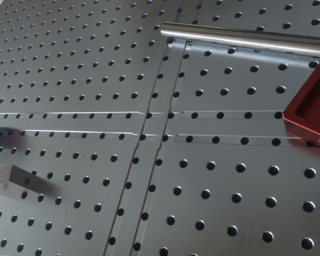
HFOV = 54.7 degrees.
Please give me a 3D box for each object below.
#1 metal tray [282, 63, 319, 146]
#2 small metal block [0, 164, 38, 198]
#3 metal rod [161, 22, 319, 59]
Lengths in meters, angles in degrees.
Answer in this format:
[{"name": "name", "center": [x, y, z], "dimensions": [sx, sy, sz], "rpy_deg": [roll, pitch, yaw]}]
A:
[{"name": "metal tray", "center": [0.204, -0.012, 0.305], "dimensions": [0.130, 0.030, 0.090], "rpy_deg": [32, 79, 37]}, {"name": "small metal block", "center": [-0.219, 0.080, 0.456], "dimensions": [0.050, 0.050, 0.025], "rpy_deg": [-15, 56, 19]}, {"name": "metal rod", "center": [0.126, -0.117, 0.413], "dimensions": [0.300, 0.025, 0.025], "rpy_deg": [20, 72, 35]}]
